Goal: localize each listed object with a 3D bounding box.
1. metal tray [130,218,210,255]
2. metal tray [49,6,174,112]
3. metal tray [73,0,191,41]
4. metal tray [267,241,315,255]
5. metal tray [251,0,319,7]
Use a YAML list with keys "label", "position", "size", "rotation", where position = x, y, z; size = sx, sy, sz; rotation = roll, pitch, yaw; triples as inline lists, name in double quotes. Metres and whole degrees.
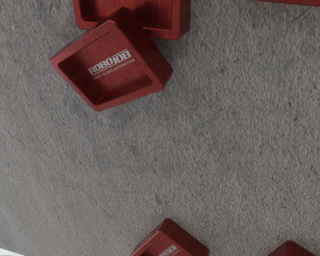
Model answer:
- label: "metal tray"
  position: [0.012, 0.219, 0.532]
  size: [0.090, 0.030, 0.129]
  rotation: [38, 129, 2]
- label: "metal tray"
  position: [-0.060, -0.072, 0.364]
  size: [0.130, 0.030, 0.090]
  rotation: [-13, 126, 43]
- label: "metal tray"
  position: [-0.033, -0.148, 0.329]
  size: [0.130, 0.030, 0.089]
  rotation: [13, 124, 21]
- label: "metal tray"
  position: [0.185, 0.227, 0.446]
  size: [0.090, 0.030, 0.129]
  rotation: [32, 129, 7]
- label: "metal tray"
  position: [0.130, -0.146, 0.245]
  size: [0.130, 0.030, 0.089]
  rotation: [15, 125, 20]
